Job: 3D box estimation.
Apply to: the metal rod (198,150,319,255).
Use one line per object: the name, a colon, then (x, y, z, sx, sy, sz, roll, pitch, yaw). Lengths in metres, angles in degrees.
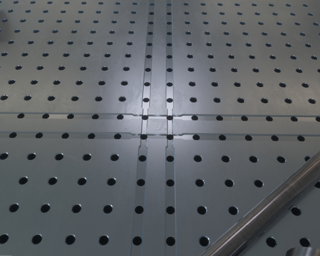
metal rod: (0.114, 0.091, 0.331, 0.302, 0.025, 0.025, -31, 57, -24)

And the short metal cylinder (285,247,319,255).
short metal cylinder: (0.135, 0.144, 0.252, 0.080, 0.080, 0.050, 27, 55, 20)
